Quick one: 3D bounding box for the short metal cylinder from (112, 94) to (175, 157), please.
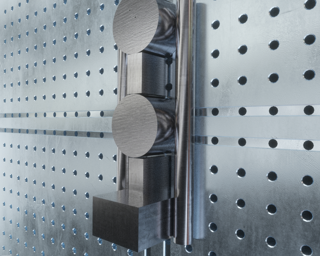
[{"bbox_3d":[-0.018,-0.003,0.407,0.080,0.050,0.080,0,90,40],"label":"short metal cylinder"}]

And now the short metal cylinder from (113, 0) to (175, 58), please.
[{"bbox_3d":[-0.016,-0.133,0.406,0.080,0.050,0.080,0,90,40],"label":"short metal cylinder"}]

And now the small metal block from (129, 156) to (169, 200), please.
[{"bbox_3d":[-0.014,0.062,0.404,0.025,0.050,0.050,0,90,40],"label":"small metal block"}]

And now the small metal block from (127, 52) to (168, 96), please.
[{"bbox_3d":[-0.016,-0.068,0.405,0.025,0.050,0.050,1,91,40],"label":"small metal block"}]

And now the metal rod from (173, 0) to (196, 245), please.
[{"bbox_3d":[0.031,-0.009,0.383,0.025,0.025,0.298,1,91,40],"label":"metal rod"}]

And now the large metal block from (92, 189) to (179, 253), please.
[{"bbox_3d":[-0.029,0.112,0.397,0.080,0.081,0.050,1,91,40],"label":"large metal block"}]

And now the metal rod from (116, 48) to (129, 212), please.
[{"bbox_3d":[-0.050,-0.009,0.450,0.025,0.025,0.298,1,91,40],"label":"metal rod"}]
